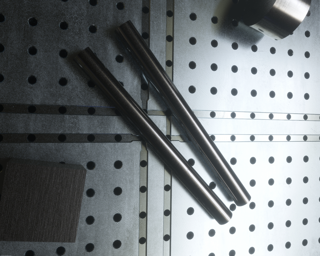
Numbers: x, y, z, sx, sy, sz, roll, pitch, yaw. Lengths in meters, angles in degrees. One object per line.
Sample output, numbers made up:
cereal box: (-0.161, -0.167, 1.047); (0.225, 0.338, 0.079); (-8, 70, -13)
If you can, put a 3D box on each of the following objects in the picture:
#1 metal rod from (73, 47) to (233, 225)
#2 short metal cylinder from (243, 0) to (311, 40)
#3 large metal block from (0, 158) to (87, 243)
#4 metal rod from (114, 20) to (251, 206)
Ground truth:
metal rod: (-0.001, 0.020, 0.412); (0.025, 0.025, 0.300); (-44, 104, -15)
short metal cylinder: (0.166, -0.174, 0.444); (0.050, 0.080, 0.080); (20, 84, -19)
large metal block: (-0.133, 0.080, 0.350); (0.081, 0.050, 0.080); (9, 87, -20)
metal rod: (0.038, -0.012, 0.426); (0.025, 0.025, 0.299); (-39, 103, -16)
